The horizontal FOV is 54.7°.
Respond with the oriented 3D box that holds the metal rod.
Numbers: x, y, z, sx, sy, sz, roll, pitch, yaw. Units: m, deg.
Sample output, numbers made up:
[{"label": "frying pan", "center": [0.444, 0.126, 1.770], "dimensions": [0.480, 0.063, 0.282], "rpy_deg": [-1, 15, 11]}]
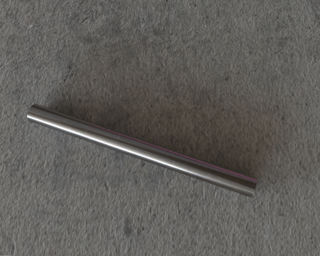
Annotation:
[{"label": "metal rod", "center": [-0.027, 0.027, 0.398], "dimensions": [0.301, 0.025, 0.025], "rpy_deg": [18, 71, 6]}]
